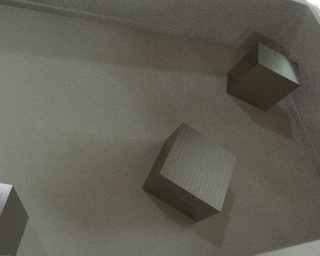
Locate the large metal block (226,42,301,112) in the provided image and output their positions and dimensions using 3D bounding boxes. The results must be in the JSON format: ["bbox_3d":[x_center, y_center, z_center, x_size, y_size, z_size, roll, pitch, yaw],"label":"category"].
[{"bbox_3d":[0.168,-0.082,0.510,0.080,0.080,0.050,23,53,-15],"label":"large metal block"}]

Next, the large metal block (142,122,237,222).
[{"bbox_3d":[0.037,0.054,0.377,0.080,0.050,0.080,33,51,-7],"label":"large metal block"}]

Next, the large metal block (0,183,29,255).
[{"bbox_3d":[-0.143,0.090,0.232,0.050,0.080,0.080,11,56,-6],"label":"large metal block"}]
